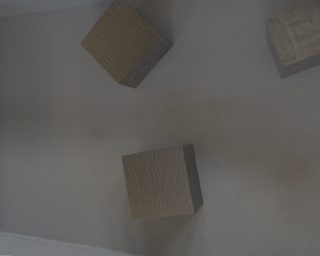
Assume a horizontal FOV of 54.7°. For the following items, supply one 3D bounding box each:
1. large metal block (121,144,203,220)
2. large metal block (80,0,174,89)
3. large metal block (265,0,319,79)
[{"bbox_3d":[0.004,0.067,0.396,0.080,0.050,0.080,-11,86,19],"label":"large metal block"},{"bbox_3d":[-0.044,-0.111,0.413,0.080,0.050,0.080,46,104,14],"label":"large metal block"},{"bbox_3d":[0.160,-0.095,0.325,0.080,0.080,0.050,-20,84,19],"label":"large metal block"}]
